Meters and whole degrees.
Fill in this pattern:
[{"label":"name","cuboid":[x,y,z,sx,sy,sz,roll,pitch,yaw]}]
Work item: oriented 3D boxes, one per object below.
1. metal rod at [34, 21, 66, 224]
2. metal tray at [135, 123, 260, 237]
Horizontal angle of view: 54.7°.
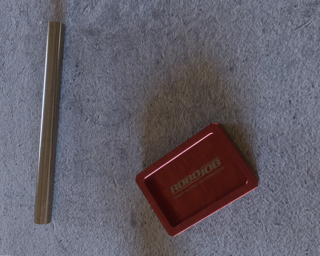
[{"label":"metal rod","cuboid":[-0.166,-0.007,0.465,0.025,0.025,0.298,5,92,19]},{"label":"metal tray","cuboid":[0.045,0.064,0.389,0.130,0.030,0.090,-36,79,16]}]
